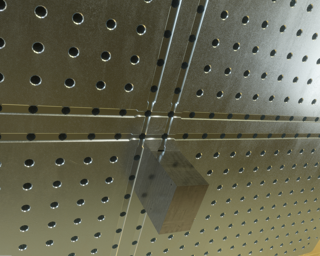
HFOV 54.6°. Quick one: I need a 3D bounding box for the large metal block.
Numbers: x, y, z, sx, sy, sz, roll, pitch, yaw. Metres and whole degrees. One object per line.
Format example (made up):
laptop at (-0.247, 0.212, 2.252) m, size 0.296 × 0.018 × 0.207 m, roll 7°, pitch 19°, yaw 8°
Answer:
large metal block at (0.015, 0.088, 0.437) m, size 0.050 × 0.080 × 0.079 m, roll 3°, pitch 117°, yaw -30°
